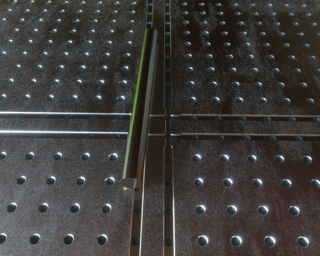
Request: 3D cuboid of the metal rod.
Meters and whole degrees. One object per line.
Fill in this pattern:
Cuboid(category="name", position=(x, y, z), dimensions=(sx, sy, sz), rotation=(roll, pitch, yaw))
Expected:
Cuboid(category="metal rod", position=(-0.024, -0.051, 0.450), dimensions=(0.025, 0.025, 0.300), rotation=(3, 50, 2))
